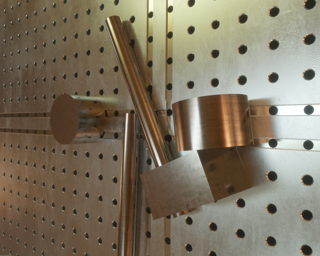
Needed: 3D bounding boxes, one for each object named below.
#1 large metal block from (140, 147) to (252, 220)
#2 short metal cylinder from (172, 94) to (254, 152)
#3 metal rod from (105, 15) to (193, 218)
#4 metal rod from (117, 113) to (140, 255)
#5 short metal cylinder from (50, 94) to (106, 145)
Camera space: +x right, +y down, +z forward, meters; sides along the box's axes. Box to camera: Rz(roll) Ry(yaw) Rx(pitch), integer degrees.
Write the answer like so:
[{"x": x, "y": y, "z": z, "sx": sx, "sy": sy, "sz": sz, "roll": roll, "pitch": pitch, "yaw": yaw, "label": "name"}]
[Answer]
[{"x": 0.040, "y": 0.059, "z": 0.341, "sx": 0.080, "sy": 0.081, "sz": 0.050, "roll": -29, "pitch": 72, "yaw": 36, "label": "large metal block"}, {"x": 0.055, "y": -0.004, "z": 0.328, "sx": 0.080, "sy": 0.081, "sz": 0.050, "roll": -9, "pitch": 84, "yaw": 39, "label": "short metal cylinder"}, {"x": -0.021, "y": -0.027, "z": 0.426, "sx": 0.025, "sy": 0.025, "sz": 0.299, "roll": -32, "pitch": 70, "yaw": 35, "label": "metal rod"}, {"x": -0.047, "y": 0.128, "z": 0.447, "sx": 0.025, "sy": 0.025, "sz": 0.298, "roll": 4, "pitch": 93, "yaw": 40, "label": "metal rod"}, {"x": -0.134, "y": -0.014, "z": 0.504, "sx": 0.080, "sy": 0.050, "sz": 0.079, "roll": 0, "pitch": 90, "yaw": 40, "label": "short metal cylinder"}]
